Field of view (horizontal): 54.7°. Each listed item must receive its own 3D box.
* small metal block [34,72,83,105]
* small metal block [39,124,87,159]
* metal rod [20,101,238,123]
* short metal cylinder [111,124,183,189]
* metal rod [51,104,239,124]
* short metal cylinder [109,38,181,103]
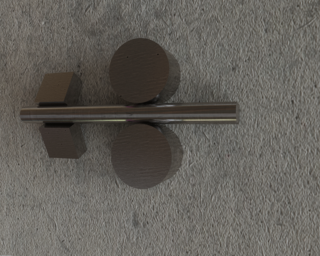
[{"bbox_3d":[-0.147,-0.053,0.452,0.050,0.025,0.050,0,63,20],"label":"small metal block"},{"bbox_3d":[-0.139,0.016,0.449,0.050,0.025,0.050,1,117,19],"label":"small metal block"},{"bbox_3d":[-0.054,-0.019,0.403,0.301,0.025,0.025,0,90,20],"label":"metal rod"},{"bbox_3d":[-0.015,0.035,0.402,0.080,0.050,0.079,0,90,20],"label":"short metal cylinder"},{"bbox_3d":[-0.046,-0.018,0.426,0.301,0.025,0.025,0,90,19],"label":"metal rod"},{"bbox_3d":[-0.018,-0.071,0.403,0.080,0.050,0.079,0,90,20],"label":"short metal cylinder"}]
